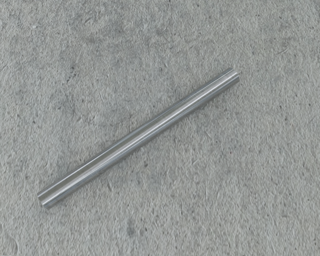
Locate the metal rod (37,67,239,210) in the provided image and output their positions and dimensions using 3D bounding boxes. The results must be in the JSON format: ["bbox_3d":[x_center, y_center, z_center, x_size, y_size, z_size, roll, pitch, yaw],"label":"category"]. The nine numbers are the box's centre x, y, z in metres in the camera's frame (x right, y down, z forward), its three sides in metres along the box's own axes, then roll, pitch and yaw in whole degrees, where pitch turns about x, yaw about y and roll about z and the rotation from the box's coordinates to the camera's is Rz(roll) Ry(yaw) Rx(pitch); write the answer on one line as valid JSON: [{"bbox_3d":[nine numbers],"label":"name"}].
[{"bbox_3d":[-0.019,0.007,0.407,0.301,0.025,0.025,-34,74,-12],"label":"metal rod"}]
